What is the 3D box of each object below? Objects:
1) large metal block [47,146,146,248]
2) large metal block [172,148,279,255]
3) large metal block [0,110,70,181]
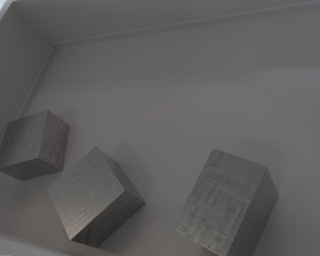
[{"bbox_3d":[-0.078,0.084,0.380,0.080,0.050,0.080,-42,51,-1],"label":"large metal block"},{"bbox_3d":[0.066,0.077,0.289,0.050,0.080,0.080,19,72,35],"label":"large metal block"},{"bbox_3d":[-0.192,0.028,0.474,0.080,0.050,0.080,-15,56,20],"label":"large metal block"}]
